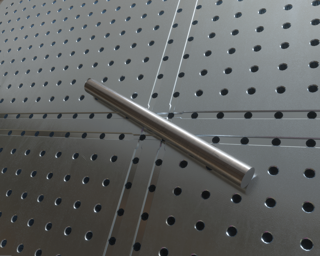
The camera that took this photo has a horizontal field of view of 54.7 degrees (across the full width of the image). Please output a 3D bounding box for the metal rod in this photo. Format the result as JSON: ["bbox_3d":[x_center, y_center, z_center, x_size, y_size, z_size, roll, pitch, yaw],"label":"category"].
[{"bbox_3d":[-0.010,-0.008,0.417,0.300,0.025,0.025,31,79,37],"label":"metal rod"}]
